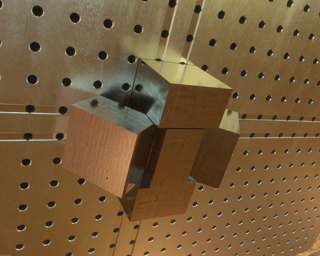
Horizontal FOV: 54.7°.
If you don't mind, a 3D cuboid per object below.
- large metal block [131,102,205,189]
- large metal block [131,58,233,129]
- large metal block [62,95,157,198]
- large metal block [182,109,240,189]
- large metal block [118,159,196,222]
[{"bbox_3d":[0.003,0.017,0.388,0.050,0.080,0.079,1,118,-29],"label":"large metal block"},{"bbox_3d":[0.022,-0.041,0.363,0.081,0.080,0.050,1,118,-29],"label":"large metal block"},{"bbox_3d":[-0.057,0.018,0.349,0.050,0.080,0.079,-36,146,-60],"label":"large metal block"},{"bbox_3d":[0.068,0.021,0.416,0.050,0.080,0.079,17,114,5],"label":"large metal block"},{"bbox_3d":[-0.012,0.073,0.414,0.081,0.080,0.050,1,118,-29],"label":"large metal block"}]
